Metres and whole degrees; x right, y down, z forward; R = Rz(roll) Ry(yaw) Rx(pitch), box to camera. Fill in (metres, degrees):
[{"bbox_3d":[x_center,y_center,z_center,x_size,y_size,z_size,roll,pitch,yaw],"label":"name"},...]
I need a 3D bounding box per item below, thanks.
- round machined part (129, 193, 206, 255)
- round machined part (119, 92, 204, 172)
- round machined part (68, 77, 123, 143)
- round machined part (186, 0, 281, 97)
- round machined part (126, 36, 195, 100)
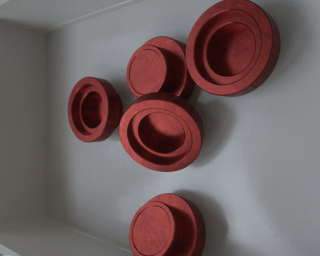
[{"bbox_3d":[0.002,0.126,0.371,0.098,0.042,0.098,-21,53,31],"label":"round machined part"},{"bbox_3d":[0.004,0.001,0.372,0.098,0.042,0.097,7,120,12],"label":"round machined part"},{"bbox_3d":[-0.095,-0.027,0.474,0.098,0.042,0.097,0,90,40],"label":"round machined part"},{"bbox_3d":[0.079,-0.082,0.330,0.098,0.042,0.097,0,90,40],"label":"round machined part"},{"bbox_3d":[-0.005,-0.069,0.400,0.098,0.042,0.097,0,90,40],"label":"round machined part"}]
